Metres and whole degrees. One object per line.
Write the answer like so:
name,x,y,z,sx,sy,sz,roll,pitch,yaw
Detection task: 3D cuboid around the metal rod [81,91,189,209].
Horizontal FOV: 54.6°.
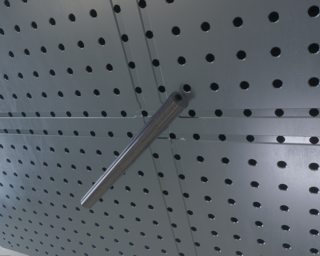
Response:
metal rod,-0.054,0.050,0.471,0.025,0.025,0.298,42,129,-1
